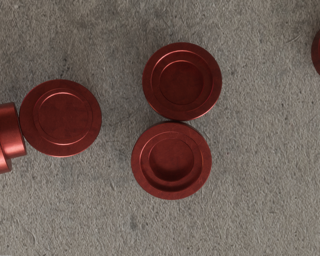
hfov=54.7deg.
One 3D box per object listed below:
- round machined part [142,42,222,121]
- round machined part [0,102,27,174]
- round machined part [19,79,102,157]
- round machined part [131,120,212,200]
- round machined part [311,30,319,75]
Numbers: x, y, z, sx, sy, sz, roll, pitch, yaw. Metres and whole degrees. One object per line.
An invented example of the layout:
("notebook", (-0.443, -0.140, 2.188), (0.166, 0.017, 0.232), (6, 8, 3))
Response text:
("round machined part", (0.027, -0.057, 0.400), (0.099, 0.042, 0.097), (0, 88, 0))
("round machined part", (-0.191, 0.005, 0.376), (0.042, 0.098, 0.097), (-14, 90, -22))
("round machined part", (-0.121, -0.012, 0.384), (0.099, 0.042, 0.097), (2, 86, -22))
("round machined part", (0.014, 0.038, 0.396), (0.099, 0.042, 0.097), (0, 100, 1))
("round machined part", (0.256, -0.103, 0.403), (0.099, 0.042, 0.097), (0, 90, 0))
